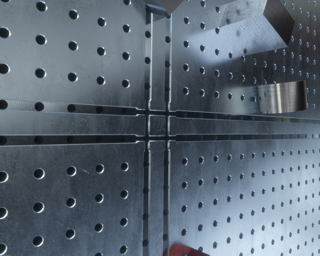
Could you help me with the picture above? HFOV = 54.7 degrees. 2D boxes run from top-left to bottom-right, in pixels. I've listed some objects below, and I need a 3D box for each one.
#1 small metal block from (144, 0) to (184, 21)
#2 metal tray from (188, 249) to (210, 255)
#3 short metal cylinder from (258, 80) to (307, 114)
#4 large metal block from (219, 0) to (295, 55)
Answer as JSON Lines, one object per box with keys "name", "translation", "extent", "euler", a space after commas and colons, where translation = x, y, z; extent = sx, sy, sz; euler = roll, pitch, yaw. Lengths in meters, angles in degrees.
{"name": "small metal block", "translation": [0.004, -0.181, 0.412], "extent": [0.050, 0.025, 0.050], "euler": [51, 60, -28]}
{"name": "metal tray", "translation": [0.038, 0.253, 0.438], "extent": [0.131, 0.030, 0.090], "euler": [-41, 115, -32]}
{"name": "short metal cylinder", "translation": [0.219, -0.056, 0.557], "extent": [0.081, 0.080, 0.050], "euler": [-12, 98, -39]}
{"name": "large metal block", "translation": [0.158, -0.169, 0.505], "extent": [0.080, 0.080, 0.050], "euler": [32, 70, -36]}
